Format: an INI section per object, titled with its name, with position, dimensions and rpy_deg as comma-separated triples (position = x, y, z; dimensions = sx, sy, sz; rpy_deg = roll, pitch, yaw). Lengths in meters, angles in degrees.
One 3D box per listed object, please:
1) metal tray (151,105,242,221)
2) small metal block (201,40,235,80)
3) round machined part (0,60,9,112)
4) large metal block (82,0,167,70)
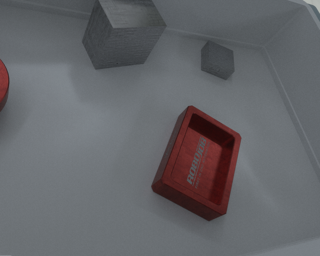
[metal tray]
position = 0.053, 0.042, 0.406
dimensions = 0.090, 0.030, 0.130
rpy_deg = 30, 52, -9
[small metal block]
position = 0.099, -0.117, 0.532
dimensions = 0.050, 0.025, 0.050
rpy_deg = 18, 55, -18
[round machined part]
position = -0.206, -0.039, 0.308
dimensions = 0.099, 0.042, 0.098
rpy_deg = 14, 56, -21
[large metal block]
position = -0.051, -0.128, 0.423
dimensions = 0.081, 0.080, 0.050
rpy_deg = -15, 70, -35
